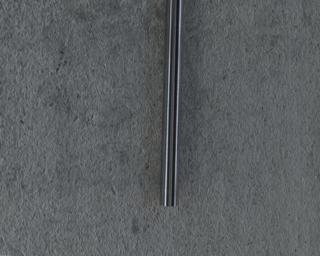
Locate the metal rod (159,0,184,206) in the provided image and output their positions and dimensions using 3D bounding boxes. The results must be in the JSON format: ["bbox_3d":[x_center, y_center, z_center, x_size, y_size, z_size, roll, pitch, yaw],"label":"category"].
[{"bbox_3d":[0.016,-0.048,0.414,0.025,0.025,0.298,2,89,-20],"label":"metal rod"}]
